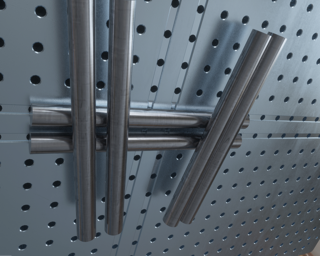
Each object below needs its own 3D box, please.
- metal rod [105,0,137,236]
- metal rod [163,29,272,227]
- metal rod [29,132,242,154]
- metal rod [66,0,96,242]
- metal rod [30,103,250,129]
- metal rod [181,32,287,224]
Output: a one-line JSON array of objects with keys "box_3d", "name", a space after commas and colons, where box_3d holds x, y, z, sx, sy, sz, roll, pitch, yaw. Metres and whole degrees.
[{"box_3d": [-0.049, 0.010, 0.358, 0.025, 0.025, 0.298, -8, 122, -24], "name": "metal rod"}, {"box_3d": [0.070, 0.014, 0.426, 0.025, 0.025, 0.298, 9, 114, -32], "name": "metal rod"}, {"box_3d": [-0.012, 0.018, 0.416, 0.302, 0.025, 0.025, 1, 118, -29], "name": "metal rod"}, {"box_3d": [-0.083, 0.012, 0.341, 0.025, 0.025, 0.298, -8, 122, -24], "name": "metal rod"}, {"box_3d": [-0.004, -0.012, 0.401, 0.302, 0.025, 0.025, 1, 118, -29], "name": "metal rod"}, {"box_3d": [0.093, 0.014, 0.438, 0.025, 0.025, 0.298, 9, 114, -32], "name": "metal rod"}]
